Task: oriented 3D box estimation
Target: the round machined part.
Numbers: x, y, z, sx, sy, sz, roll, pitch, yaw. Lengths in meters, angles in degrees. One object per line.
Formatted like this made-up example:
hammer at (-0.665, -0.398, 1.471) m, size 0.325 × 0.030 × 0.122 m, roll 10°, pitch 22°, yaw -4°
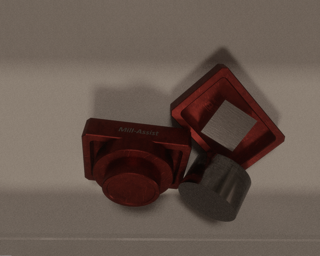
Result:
round machined part at (-0.033, 0.060, 0.377) m, size 0.099 × 0.042 × 0.097 m, roll 1°, pitch 134°, yaw 2°

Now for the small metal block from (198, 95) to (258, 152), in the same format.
small metal block at (0.086, -0.006, 0.397) m, size 0.050 × 0.025 × 0.050 m, roll 32°, pitch 107°, yaw -12°

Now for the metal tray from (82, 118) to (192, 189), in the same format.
metal tray at (-0.031, 0.036, 0.403) m, size 0.131 × 0.030 × 0.089 m, roll 7°, pitch 134°, yaw -3°

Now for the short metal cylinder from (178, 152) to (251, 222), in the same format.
short metal cylinder at (0.071, 0.077, 0.405) m, size 0.080 × 0.050 × 0.080 m, roll 25°, pitch 148°, yaw 18°

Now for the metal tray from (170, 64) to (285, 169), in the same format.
metal tray at (0.088, -0.007, 0.407) m, size 0.090 × 0.030 × 0.130 m, roll -40°, pitch 106°, yaw 13°
